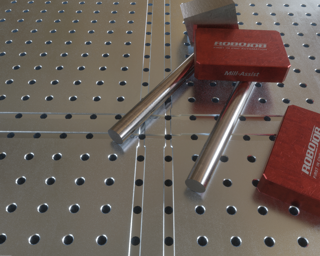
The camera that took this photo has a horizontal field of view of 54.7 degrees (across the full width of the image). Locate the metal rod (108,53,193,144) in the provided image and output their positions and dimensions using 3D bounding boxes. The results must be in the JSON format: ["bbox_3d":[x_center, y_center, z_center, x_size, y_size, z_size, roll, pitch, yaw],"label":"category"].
[{"bbox_3d":[0.031,-0.081,0.476,0.025,0.025,0.301,29,56,22],"label":"metal rod"}]

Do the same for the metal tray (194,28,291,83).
[{"bbox_3d":[0.118,-0.111,0.465,0.131,0.030,0.090,3,50,1],"label":"metal tray"}]

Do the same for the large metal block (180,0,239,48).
[{"bbox_3d":[0.082,-0.186,0.524,0.080,0.050,0.080,-15,36,9],"label":"large metal block"}]

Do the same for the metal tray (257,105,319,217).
[{"bbox_3d":[0.183,0.036,0.377,0.090,0.030,0.130,22,53,17],"label":"metal tray"}]

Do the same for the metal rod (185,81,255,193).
[{"bbox_3d":[0.108,-0.036,0.439,0.025,0.025,0.301,22,53,17],"label":"metal rod"}]
